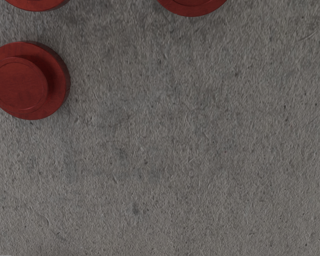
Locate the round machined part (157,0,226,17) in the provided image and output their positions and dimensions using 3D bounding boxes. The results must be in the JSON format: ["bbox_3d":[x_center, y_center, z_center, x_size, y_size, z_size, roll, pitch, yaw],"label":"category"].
[{"bbox_3d":[0.034,-0.173,0.337,0.099,0.042,0.097,0,110,0],"label":"round machined part"}]

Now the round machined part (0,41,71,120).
[{"bbox_3d":[-0.164,-0.055,0.379,0.099,0.042,0.097,0,110,0],"label":"round machined part"}]

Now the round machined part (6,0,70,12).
[{"bbox_3d":[-0.133,-0.177,0.334,0.099,0.042,0.097,0,110,0],"label":"round machined part"}]
